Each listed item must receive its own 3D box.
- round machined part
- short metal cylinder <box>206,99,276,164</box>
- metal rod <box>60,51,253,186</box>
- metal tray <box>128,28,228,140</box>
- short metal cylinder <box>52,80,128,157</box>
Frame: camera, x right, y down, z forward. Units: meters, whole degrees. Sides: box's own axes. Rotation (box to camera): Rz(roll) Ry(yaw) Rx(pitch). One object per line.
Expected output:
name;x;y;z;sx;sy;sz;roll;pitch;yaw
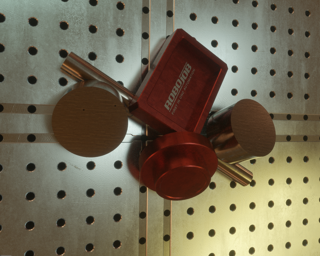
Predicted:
round machined part;0.025;0.054;0.384;0.099;0.042;0.097;-6;134;-7
short metal cylinder;0.112;0.006;0.428;0.081;0.050;0.080;11;68;-28
metal rod;0.008;-0.003;0.415;0.301;0.025;0.025;33;79;-17
metal tray;0.028;-0.054;0.404;0.090;0.030;0.130;34;66;-17
short metal cylinder;-0.079;-0.012;0.358;0.081;0.050;0.079;-3;107;-9
